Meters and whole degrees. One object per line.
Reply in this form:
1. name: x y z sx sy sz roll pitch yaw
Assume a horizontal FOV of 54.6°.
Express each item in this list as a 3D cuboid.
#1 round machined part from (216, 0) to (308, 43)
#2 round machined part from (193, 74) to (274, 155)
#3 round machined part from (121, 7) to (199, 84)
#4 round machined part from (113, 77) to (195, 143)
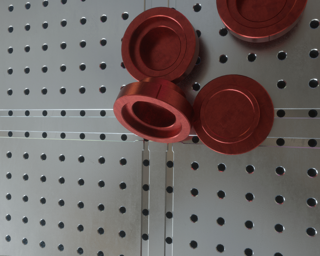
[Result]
1. round machined part: 0.118 -0.148 0.362 0.098 0.042 0.097 0 90 20
2. round machined part: 0.085 -0.016 0.374 0.098 0.042 0.097 0 90 20
3. round machined part: 0.003 -0.101 0.403 0.098 0.042 0.097 0 90 20
4. round machined part: -0.004 -0.025 0.386 0.098 0.098 0.042 7 57 20
